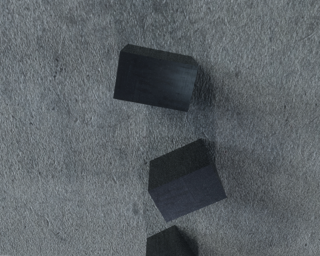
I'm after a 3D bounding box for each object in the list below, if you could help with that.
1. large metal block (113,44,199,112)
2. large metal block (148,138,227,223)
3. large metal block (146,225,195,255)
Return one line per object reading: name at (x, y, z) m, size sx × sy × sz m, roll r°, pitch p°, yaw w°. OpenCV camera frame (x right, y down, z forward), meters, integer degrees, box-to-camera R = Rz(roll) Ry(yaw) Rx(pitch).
large metal block at (-0.005, -0.061, 0.358) m, size 0.081 × 0.080 × 0.050 m, roll 10°, pitch 110°, yaw -4°
large metal block at (0.033, 0.065, 0.405) m, size 0.080 × 0.080 × 0.050 m, roll -25°, pitch 108°, yaw 9°
large metal block at (0.021, 0.207, 0.457) m, size 0.050 × 0.080 × 0.080 m, roll -29°, pitch 108°, yaw 10°
